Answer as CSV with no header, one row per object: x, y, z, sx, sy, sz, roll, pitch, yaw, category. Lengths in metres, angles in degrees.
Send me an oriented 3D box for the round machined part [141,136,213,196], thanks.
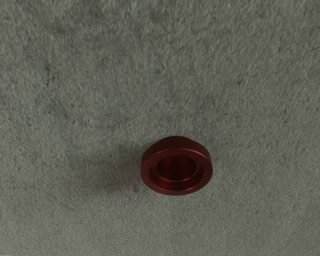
0.023,0.049,0.439,0.099,0.042,0.097,-1,130,0,round machined part
